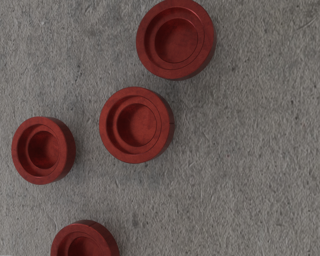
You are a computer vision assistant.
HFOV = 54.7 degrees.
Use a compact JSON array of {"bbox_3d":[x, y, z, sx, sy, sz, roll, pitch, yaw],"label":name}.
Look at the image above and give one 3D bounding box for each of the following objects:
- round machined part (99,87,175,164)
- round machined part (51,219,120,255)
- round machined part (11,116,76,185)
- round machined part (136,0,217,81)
[{"bbox_3d":[-0.027,-0.004,0.409,0.098,0.042,0.097,0,90,20],"label":"round machined part"},{"bbox_3d":[-0.100,0.177,0.435,0.098,0.042,0.097,0,90,20],"label":"round machined part"},{"bbox_3d":[-0.166,0.032,0.458,0.098,0.042,0.097,0,90,20],"label":"round machined part"},{"bbox_3d":[0.023,-0.108,0.392,0.098,0.042,0.097,0,90,20],"label":"round machined part"}]
